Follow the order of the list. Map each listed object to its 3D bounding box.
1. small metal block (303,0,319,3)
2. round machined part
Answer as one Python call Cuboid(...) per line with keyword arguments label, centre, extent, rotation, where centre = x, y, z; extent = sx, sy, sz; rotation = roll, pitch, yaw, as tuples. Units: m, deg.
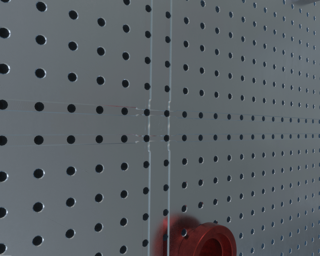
Cuboid(label="small metal block", centre=(0.338, -0.312, 0.691), extent=(0.050, 0.025, 0.050), rotation=(-7, 95, -40))
Cuboid(label="round machined part", centre=(0.065, 0.187, 0.453), extent=(0.099, 0.042, 0.097), rotation=(0, 90, -40))
